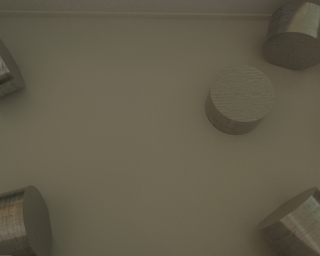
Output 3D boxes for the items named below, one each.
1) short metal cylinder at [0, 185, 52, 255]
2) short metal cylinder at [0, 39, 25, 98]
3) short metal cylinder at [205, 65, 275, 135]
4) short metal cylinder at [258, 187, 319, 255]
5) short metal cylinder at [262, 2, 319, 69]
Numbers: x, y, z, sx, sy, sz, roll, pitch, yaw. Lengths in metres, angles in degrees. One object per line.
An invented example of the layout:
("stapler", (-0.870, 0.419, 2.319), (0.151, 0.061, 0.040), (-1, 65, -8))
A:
("short metal cylinder", (-0.159, 0.109, 0.340), (0.050, 0.080, 0.080), (-15, 71, -5))
("short metal cylinder", (-0.223, -0.080, 0.408), (0.050, 0.080, 0.080), (-26, 72, -9))
("short metal cylinder", (0.103, -0.036, 0.410), (0.081, 0.050, 0.080), (0, 70, 0))
("short metal cylinder", (0.157, 0.109, 0.341), (0.080, 0.080, 0.050), (-33, 74, -11))
("short metal cylinder", (0.188, -0.125, 0.427), (0.080, 0.080, 0.050), (18, 71, 6))
